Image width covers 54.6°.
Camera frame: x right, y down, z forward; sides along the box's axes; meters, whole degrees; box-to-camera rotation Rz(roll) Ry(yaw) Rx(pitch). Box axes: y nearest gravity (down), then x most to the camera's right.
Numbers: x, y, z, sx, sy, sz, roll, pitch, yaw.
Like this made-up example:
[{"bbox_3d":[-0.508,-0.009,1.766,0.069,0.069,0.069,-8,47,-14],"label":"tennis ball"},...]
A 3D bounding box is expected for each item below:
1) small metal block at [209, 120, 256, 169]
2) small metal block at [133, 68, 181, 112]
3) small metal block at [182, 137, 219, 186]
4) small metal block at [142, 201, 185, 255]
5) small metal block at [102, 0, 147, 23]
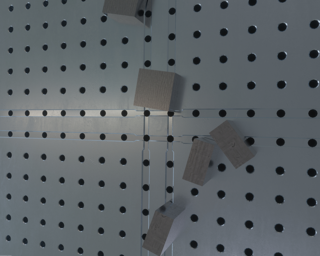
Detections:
[{"bbox_3d":[0.088,0.018,0.368,0.025,0.050,0.050,-39,78,16],"label":"small metal block"},{"bbox_3d":[-0.004,-0.050,0.414,0.050,0.025,0.050,11,94,19],"label":"small metal block"},{"bbox_3d":[0.053,0.040,0.381,0.025,0.050,0.050,18,96,19],"label":"small metal block"},{"bbox_3d":[0.006,0.127,0.398,0.025,0.050,0.050,22,97,19],"label":"small metal block"},{"bbox_3d":[-0.047,-0.178,0.430,0.050,0.025,0.050,14,95,19],"label":"small metal block"}]
